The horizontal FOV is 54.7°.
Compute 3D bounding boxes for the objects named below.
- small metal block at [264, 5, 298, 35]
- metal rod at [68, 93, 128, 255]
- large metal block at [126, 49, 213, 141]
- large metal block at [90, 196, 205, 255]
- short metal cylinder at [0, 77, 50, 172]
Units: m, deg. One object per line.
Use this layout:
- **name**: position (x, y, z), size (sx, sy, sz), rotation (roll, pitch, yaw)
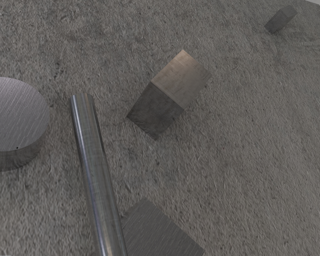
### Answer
- **small metal block**: position (0.262, -0.235, 0.672), size (0.050, 0.050, 0.025), rotation (-32, 80, -38)
- **metal rod**: position (-0.040, 0.103, 0.255), size (0.025, 0.025, 0.299), rotation (-3, 63, -30)
- **large metal block**: position (0.012, -0.041, 0.400), size (0.050, 0.080, 0.080), rotation (40, 51, -1)
- **large metal block**: position (-0.017, 0.129, 0.300), size (0.080, 0.050, 0.080), rotation (42, 51, 1)
- **short metal cylinder**: position (-0.155, -0.003, 0.306), size (0.081, 0.050, 0.080), rotation (14, 56, -21)
